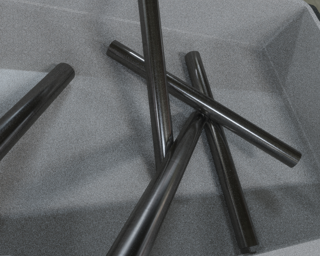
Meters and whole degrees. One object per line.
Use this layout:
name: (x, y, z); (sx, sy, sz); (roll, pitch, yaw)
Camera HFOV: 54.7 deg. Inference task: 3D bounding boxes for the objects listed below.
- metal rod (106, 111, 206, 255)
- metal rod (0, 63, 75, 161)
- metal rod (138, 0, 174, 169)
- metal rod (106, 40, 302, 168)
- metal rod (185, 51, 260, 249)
metal rod: (0.013, 0.041, 0.312); (0.025, 0.025, 0.301); (40, 27, -1)
metal rod: (-0.144, 0.016, 0.266); (0.025, 0.025, 0.301); (30, 36, -10)
metal rod: (-0.006, -0.081, 0.376); (0.025, 0.025, 0.298); (-6, 89, -31)
metal rod: (0.059, -0.035, 0.432); (0.301, 0.025, 0.025); (32, 51, 3)
metal rod: (0.081, 0.013, 0.442); (0.025, 0.025, 0.299); (3, 61, -27)
